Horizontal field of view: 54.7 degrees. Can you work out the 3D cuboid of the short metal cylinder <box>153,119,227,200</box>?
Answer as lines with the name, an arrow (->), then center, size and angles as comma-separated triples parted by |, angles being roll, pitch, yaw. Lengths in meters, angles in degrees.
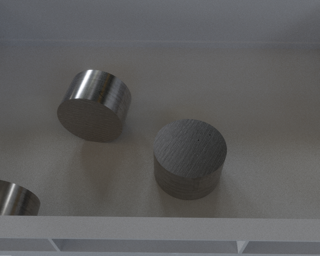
short metal cylinder -> 0.033, 0.036, 0.359 | 0.080, 0.050, 0.080 | 0, 50, 0

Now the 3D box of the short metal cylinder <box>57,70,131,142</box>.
short metal cylinder -> -0.081, -0.026, 0.391 | 0.080, 0.080, 0.050 | 7, 51, 6

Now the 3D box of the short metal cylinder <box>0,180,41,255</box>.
short metal cylinder -> -0.162, 0.089, 0.293 | 0.080, 0.080, 0.050 | 1, 50, 0
